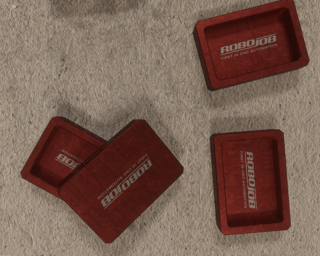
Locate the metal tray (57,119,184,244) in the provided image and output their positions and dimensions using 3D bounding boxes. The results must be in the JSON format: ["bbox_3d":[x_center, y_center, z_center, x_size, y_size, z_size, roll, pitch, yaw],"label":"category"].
[{"bbox_3d":[-0.046,0.062,0.380,0.130,0.030,0.090,-42,104,-16],"label":"metal tray"}]

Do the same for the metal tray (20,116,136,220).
[{"bbox_3d":[-0.100,0.053,0.406,0.130,0.030,0.090,29,90,-1],"label":"metal tray"}]

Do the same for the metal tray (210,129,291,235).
[{"bbox_3d":[0.118,0.069,0.409,0.091,0.030,0.129,-5,90,-1],"label":"metal tray"}]

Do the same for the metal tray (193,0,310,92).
[{"bbox_3d":[0.118,-0.108,0.408,0.131,0.030,0.089,-15,90,-1],"label":"metal tray"}]
